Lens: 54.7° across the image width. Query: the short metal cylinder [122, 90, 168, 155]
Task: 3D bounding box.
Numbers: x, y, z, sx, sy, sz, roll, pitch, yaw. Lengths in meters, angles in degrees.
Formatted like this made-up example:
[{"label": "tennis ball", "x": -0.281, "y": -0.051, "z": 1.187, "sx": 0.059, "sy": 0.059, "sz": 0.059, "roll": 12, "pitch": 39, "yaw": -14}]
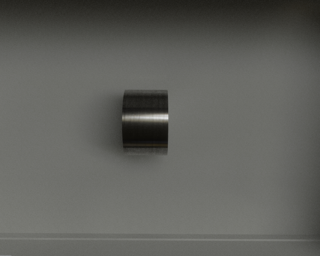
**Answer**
[{"label": "short metal cylinder", "x": -0.016, "y": -0.007, "z": 0.377, "sx": 0.050, "sy": 0.080, "sz": 0.079, "roll": 0, "pitch": 110, "yaw": -1}]
